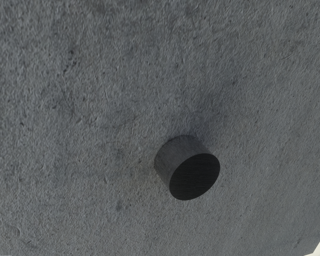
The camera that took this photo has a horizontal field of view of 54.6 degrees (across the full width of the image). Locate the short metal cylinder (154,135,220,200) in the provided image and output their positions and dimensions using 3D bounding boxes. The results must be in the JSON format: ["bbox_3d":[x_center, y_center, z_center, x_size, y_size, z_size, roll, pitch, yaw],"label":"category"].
[{"bbox_3d":[0.038,0.056,0.446,0.081,0.050,0.080,-14,124,-21],"label":"short metal cylinder"}]
